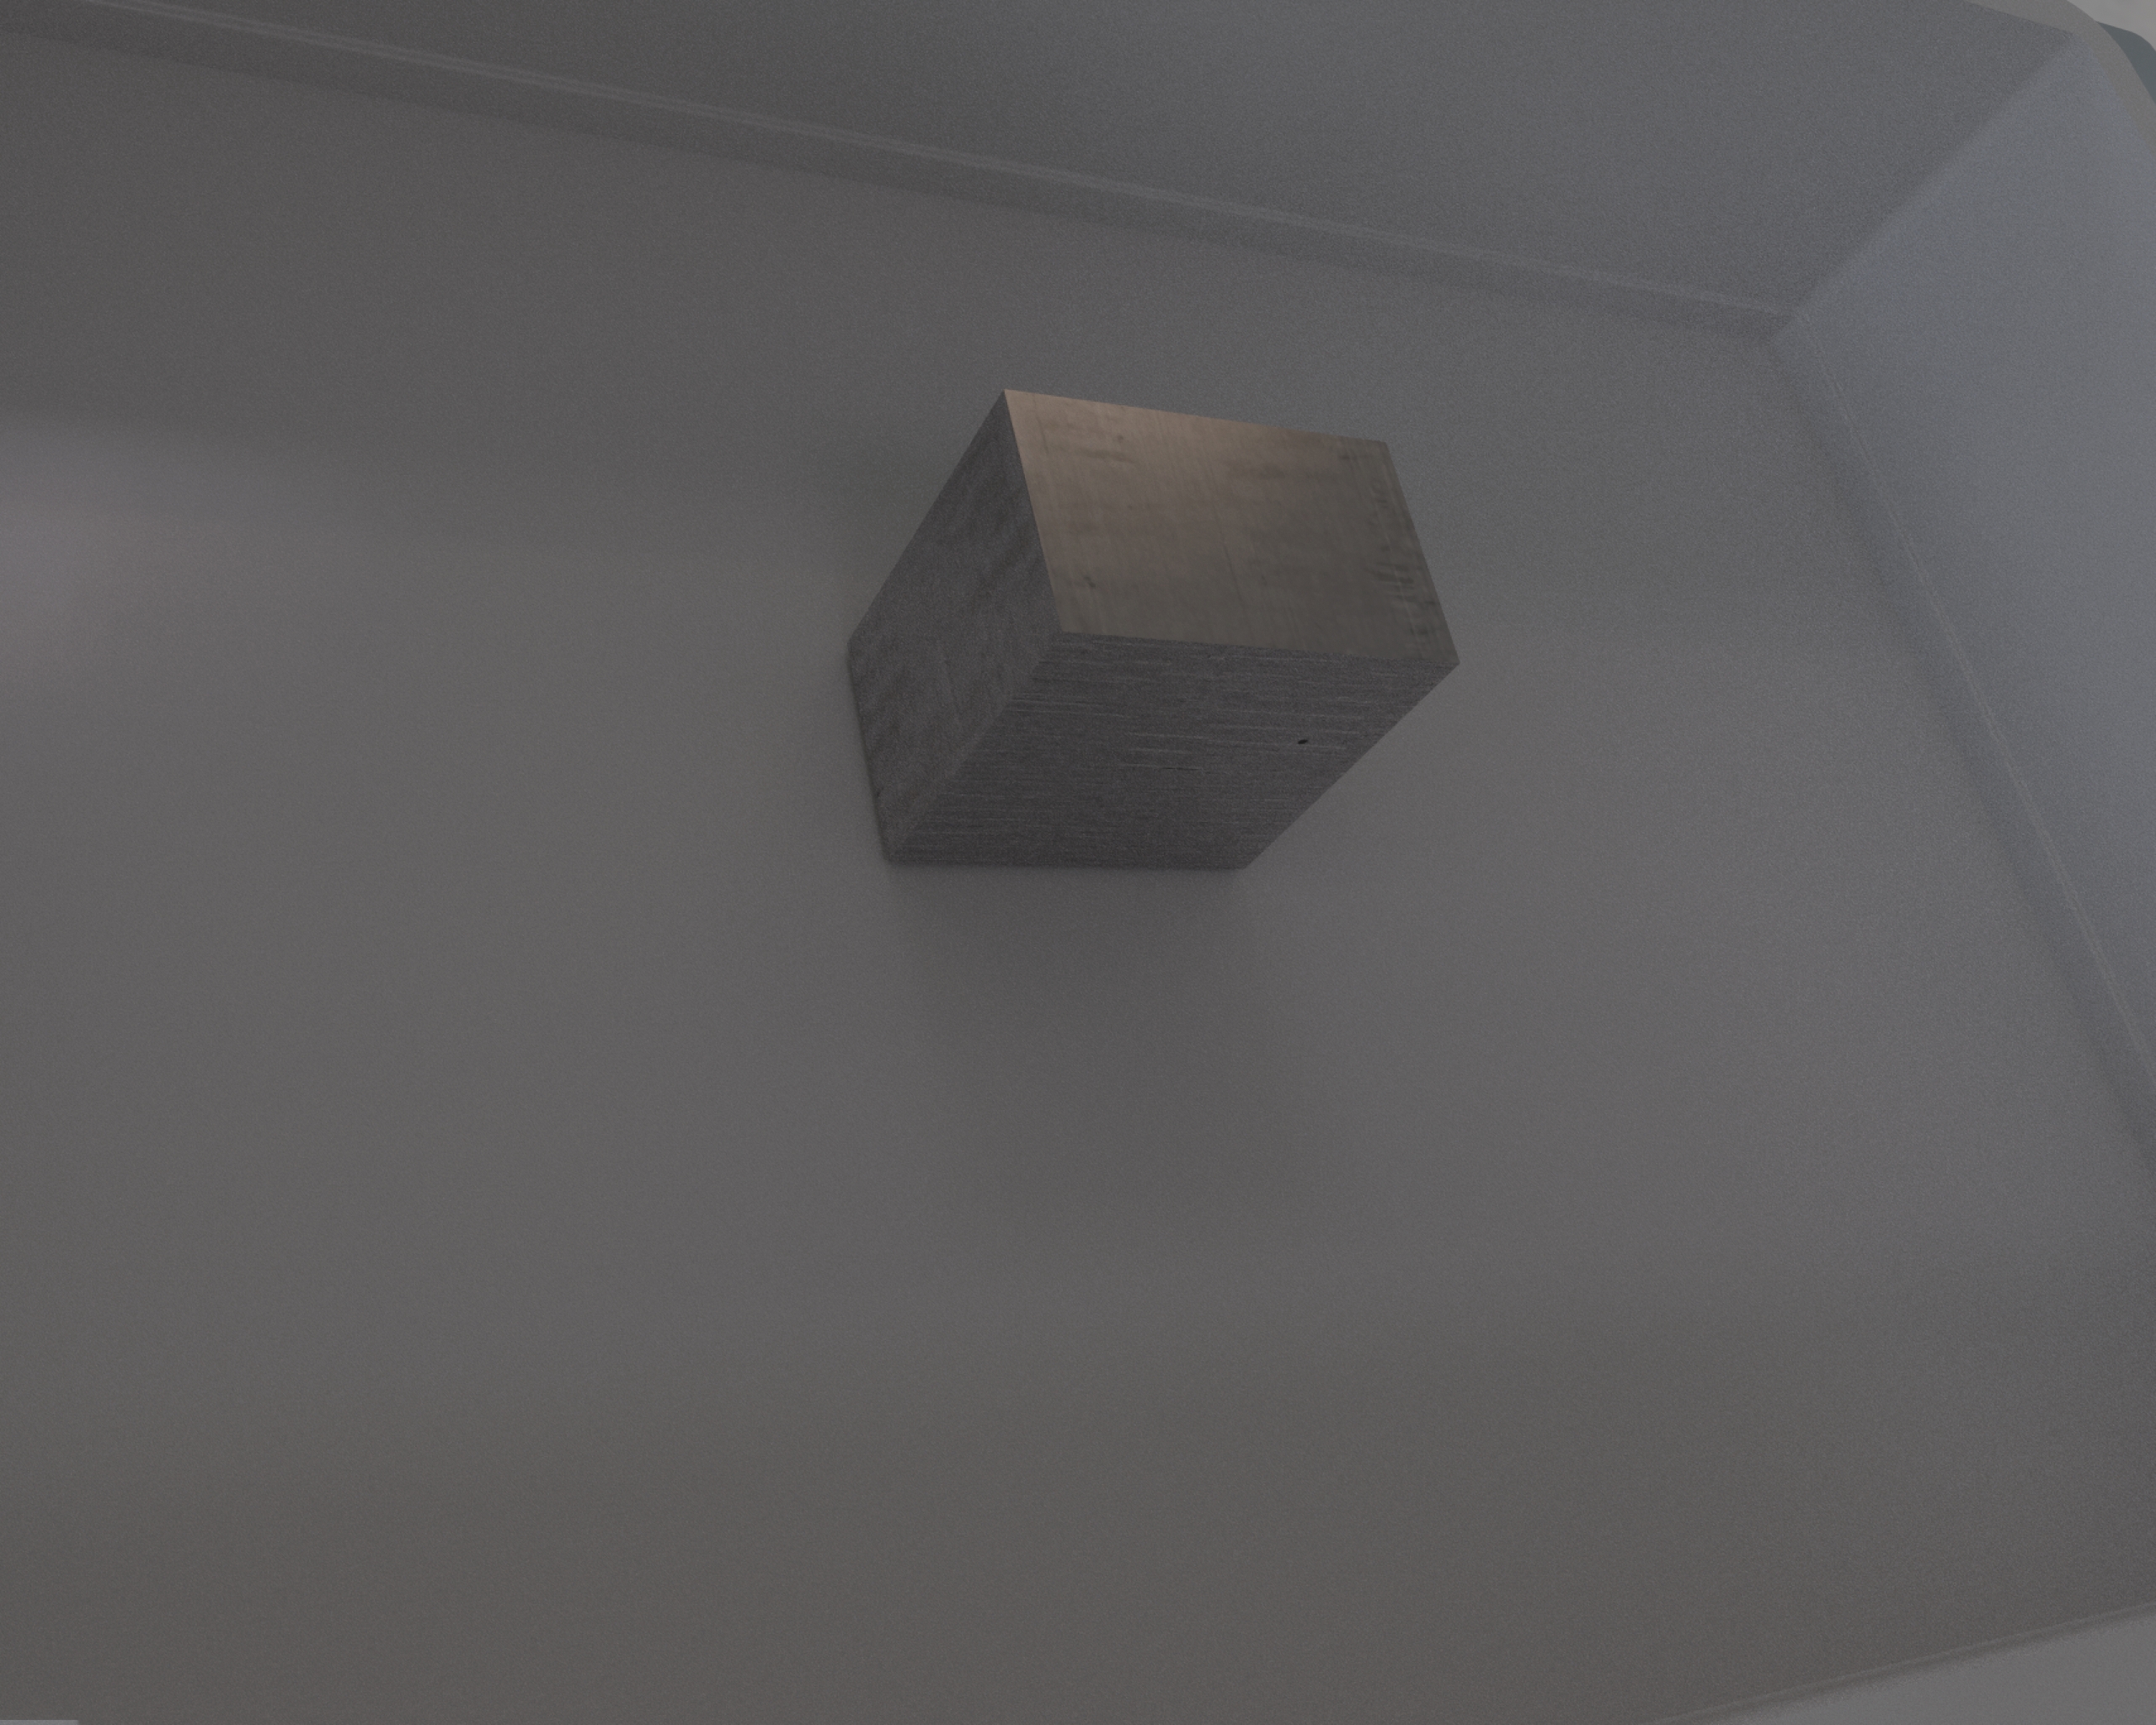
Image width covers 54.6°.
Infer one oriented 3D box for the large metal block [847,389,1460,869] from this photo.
[{"bbox_3d":[0.011,-0.040,0.397,0.081,0.080,0.050,1,61,-28],"label":"large metal block"}]
